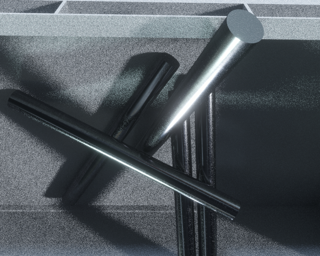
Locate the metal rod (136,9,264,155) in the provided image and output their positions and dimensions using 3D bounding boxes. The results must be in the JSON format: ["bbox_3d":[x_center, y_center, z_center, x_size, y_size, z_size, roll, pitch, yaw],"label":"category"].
[{"bbox_3d":[0.009,-0.007,0.319,0.025,0.025,0.299,14,155,-12],"label":"metal rod"}]

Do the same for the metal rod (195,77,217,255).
[{"bbox_3d":[0.060,0.082,0.401,0.025,0.025,0.298,-3,106,2],"label":"metal rod"}]

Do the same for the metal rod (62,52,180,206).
[{"bbox_3d":[-0.068,0.021,0.425,0.025,0.025,0.298,26,126,-20],"label":"metal rod"}]

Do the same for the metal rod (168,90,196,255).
[{"bbox_3d":[0.032,0.099,0.410,0.025,0.025,0.298,-3,104,2],"label":"metal rod"}]

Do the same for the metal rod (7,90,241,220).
[{"bbox_3d":[-0.043,0.032,0.376,0.301,0.025,0.025,27,127,1],"label":"metal rod"}]
